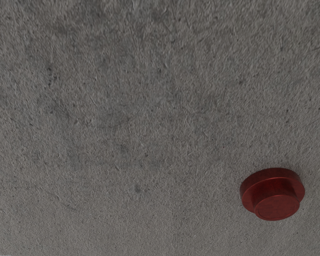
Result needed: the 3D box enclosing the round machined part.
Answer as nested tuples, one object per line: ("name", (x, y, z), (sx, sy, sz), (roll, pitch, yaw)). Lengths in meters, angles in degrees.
("round machined part", (0.180, 0.111, 0.492), (0.099, 0.042, 0.097), (0, 130, 0))
